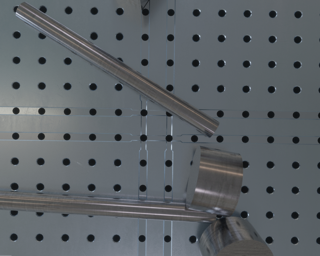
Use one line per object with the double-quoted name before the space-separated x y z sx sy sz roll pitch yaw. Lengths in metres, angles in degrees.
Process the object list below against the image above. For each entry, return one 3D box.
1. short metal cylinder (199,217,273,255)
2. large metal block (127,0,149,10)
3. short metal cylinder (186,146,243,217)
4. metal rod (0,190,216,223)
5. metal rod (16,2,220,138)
"short metal cylinder" 0.095 0.161 0.392 0.081 0.050 0.079 -2 105 -7
"large metal block" -0.023 -0.209 0.386 0.050 0.080 0.080 34 90 0
"short metal cylinder" 0.066 0.066 0.387 0.050 0.080 0.080 12 90 0
"metal rod" -0.077 0.105 0.412 0.302 0.025 0.025 4 90 0
"metal rod" -0.055 -0.077 0.412 0.301 0.025 0.025 32 90 0
